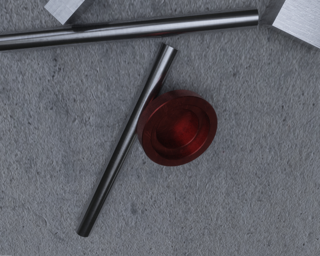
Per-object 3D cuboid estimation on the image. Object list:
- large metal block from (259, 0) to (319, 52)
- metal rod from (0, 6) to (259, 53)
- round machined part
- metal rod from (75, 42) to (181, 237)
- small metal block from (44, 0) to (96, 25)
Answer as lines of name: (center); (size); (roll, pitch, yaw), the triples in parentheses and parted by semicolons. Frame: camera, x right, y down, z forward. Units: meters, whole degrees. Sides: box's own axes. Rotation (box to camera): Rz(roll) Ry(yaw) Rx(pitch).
large metal block: (0.173, -0.138, 0.348); (0.080, 0.050, 0.079); (22, 108, -9)
metal rod: (-0.038, -0.116, 0.366); (0.302, 0.025, 0.025); (-5, 110, 1)
round machined part: (0.019, -0.004, 0.388); (0.099, 0.042, 0.097); (-10, 122, -17)
metal rod: (-0.051, 0.028, 0.419); (0.025, 0.025, 0.298); (24, 108, -9)
small metal block: (-0.094, -0.143, 0.343); (0.050, 0.050, 0.025); (-42, 105, 14)
